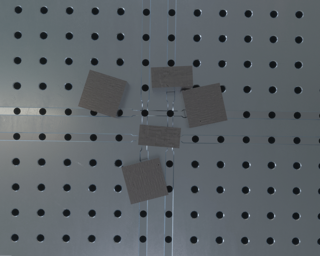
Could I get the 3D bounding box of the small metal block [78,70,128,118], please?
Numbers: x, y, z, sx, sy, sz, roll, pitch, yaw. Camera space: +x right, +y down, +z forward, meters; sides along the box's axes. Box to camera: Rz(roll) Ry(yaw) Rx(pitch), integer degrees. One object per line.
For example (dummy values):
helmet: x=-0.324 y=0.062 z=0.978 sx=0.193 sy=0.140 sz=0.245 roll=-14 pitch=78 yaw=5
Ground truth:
small metal block: x=-0.074 y=-0.044 z=0.413 sx=0.050 sy=0.025 sz=0.050 roll=18 pitch=90 yaw=0

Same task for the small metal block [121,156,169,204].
small metal block: x=-0.019 y=0.069 z=0.413 sx=0.050 sy=0.025 sz=0.050 roll=-14 pitch=90 yaw=0

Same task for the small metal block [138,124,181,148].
small metal block: x=0.000 y=0.010 z=0.401 sx=0.050 sy=0.050 sz=0.025 roll=5 pitch=90 yaw=0

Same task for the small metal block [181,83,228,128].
small metal block: x=0.058 y=-0.029 z=0.414 sx=0.050 sy=0.025 sz=0.050 roll=-12 pitch=90 yaw=0

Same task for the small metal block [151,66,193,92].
small metal block: x=0.015 y=-0.062 z=0.401 sx=0.050 sy=0.050 sz=0.025 roll=-3 pitch=90 yaw=0
